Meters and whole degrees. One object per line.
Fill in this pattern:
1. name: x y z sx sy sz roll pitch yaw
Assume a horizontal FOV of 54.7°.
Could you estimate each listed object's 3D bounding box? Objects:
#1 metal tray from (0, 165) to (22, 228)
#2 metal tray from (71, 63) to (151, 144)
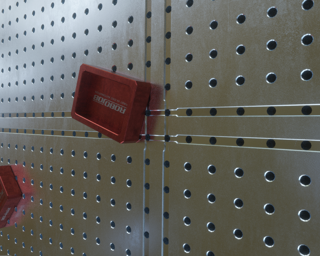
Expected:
1. metal tray: -0.364 0.158 0.701 0.129 0.030 0.090 -52 60 27
2. metal tray: -0.078 -0.040 0.468 0.130 0.030 0.089 23 105 37
